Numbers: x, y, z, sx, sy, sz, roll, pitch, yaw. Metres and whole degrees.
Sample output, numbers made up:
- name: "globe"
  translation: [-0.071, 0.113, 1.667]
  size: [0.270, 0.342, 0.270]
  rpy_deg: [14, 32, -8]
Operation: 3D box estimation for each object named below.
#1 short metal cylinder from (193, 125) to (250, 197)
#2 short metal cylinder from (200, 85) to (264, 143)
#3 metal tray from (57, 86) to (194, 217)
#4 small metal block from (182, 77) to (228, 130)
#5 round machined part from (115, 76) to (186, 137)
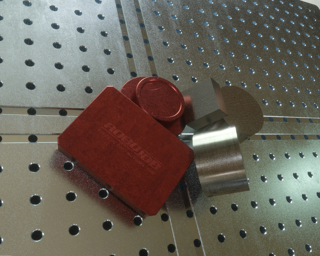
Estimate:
- name: "short metal cylinder"
  translation: [0.075, 0.040, 0.376]
  size: [0.050, 0.080, 0.080]
  rpy_deg: [-13, 60, 14]
- name: "short metal cylinder"
  translation: [0.102, -0.015, 0.452]
  size: [0.081, 0.050, 0.080]
  rpy_deg: [14, 56, -21]
- name: "metal tray"
  translation: [-0.036, 0.026, 0.350]
  size: [0.130, 0.030, 0.090]
  rpy_deg: [39, 66, -3]
- name: "small metal block"
  translation: [0.057, -0.032, 0.414]
  size: [0.025, 0.050, 0.050]
  rpy_deg: [27, 45, -48]
- name: "round machined part"
  translation: [-0.007, -0.028, 0.406]
  size: [0.099, 0.042, 0.098]
  rpy_deg: [14, 56, -21]
